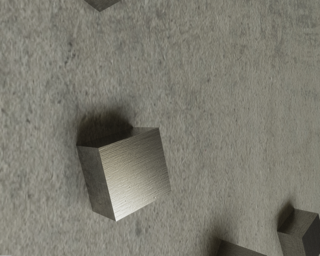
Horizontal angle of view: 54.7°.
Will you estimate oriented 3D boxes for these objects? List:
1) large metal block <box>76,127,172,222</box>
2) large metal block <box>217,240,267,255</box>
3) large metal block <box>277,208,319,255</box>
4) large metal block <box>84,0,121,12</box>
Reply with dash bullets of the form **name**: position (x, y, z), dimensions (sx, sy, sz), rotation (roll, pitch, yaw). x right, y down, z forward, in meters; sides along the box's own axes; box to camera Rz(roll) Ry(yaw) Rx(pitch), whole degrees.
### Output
- **large metal block**: position (-0.040, 0.048, 0.357), dimensions (0.081, 0.050, 0.079), rotation (-19, 103, -39)
- **large metal block**: position (0.128, 0.231, 0.480), dimensions (0.050, 0.080, 0.080), rotation (41, 65, -33)
- **large metal block**: position (0.293, 0.227, 0.639), dimensions (0.081, 0.050, 0.080), rotation (-32, 110, -36)
- **large metal block**: position (-0.070, -0.188, 0.331), dimensions (0.080, 0.050, 0.080), rotation (30, 71, -36)
